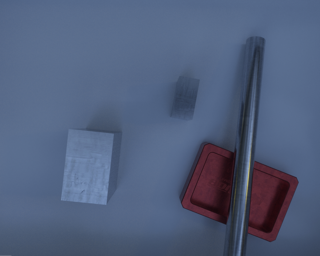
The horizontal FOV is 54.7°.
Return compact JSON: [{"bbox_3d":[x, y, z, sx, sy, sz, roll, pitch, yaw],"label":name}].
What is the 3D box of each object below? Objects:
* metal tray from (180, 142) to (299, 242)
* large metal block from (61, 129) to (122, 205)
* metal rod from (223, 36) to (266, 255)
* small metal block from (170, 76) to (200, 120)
[{"bbox_3d":[0.102,0.082,0.410,0.131,0.030,0.090,22,90,-1],"label":"metal tray"},{"bbox_3d":[-0.080,0.043,0.383,0.050,0.080,0.079,6,90,0],"label":"large metal block"},{"bbox_3d":[0.105,0.028,0.383,0.025,0.025,0.299,9,78,-1],"label":"metal rod"},{"bbox_3d":[0.031,-0.037,0.399,0.025,0.050,0.050,10,90,0],"label":"small metal block"}]
